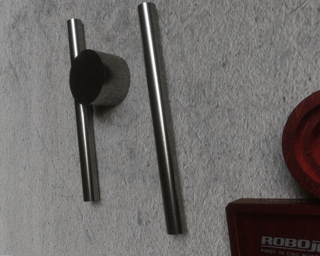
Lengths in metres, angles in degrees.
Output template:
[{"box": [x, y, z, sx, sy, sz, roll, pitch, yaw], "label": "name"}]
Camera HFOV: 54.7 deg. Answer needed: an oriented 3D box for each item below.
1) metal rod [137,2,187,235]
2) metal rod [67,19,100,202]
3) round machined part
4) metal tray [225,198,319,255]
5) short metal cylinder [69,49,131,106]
[{"box": [0.001, -0.017, 0.403, 0.025, 0.025, 0.298, -13, 82, 39], "label": "metal rod"}, {"box": [-0.127, -0.032, 0.509, 0.025, 0.025, 0.298, -11, 83, 39], "label": "metal rod"}, {"box": [0.159, 0.014, 0.260, 0.098, 0.042, 0.097, -3, 85, 40], "label": "round machined part"}, {"box": [0.132, 0.114, 0.292, 0.130, 0.030, 0.090, -10, 84, 39], "label": "metal tray"}, {"box": [-0.091, -0.073, 0.463, 0.080, 0.050, 0.080, 0, 90, 40], "label": "short metal cylinder"}]
